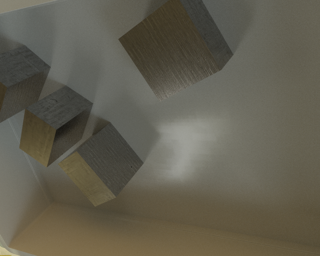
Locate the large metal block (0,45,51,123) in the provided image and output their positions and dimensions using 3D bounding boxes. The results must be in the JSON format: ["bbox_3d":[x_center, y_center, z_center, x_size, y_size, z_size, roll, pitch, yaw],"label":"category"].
[{"bbox_3d":[-0.216,-0.063,0.448,0.050,0.080,0.080,41,129,0],"label":"large metal block"}]

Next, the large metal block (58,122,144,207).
[{"bbox_3d":[-0.083,0.051,0.449,0.050,0.080,0.080,-31,101,38],"label":"large metal block"}]

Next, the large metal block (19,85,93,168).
[{"bbox_3d":[-0.150,-0.003,0.450,0.050,0.080,0.079,34,129,6],"label":"large metal block"}]

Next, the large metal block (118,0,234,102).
[{"bbox_3d":[0.018,-0.086,0.330,0.080,0.050,0.080,-25,105,37],"label":"large metal block"}]
